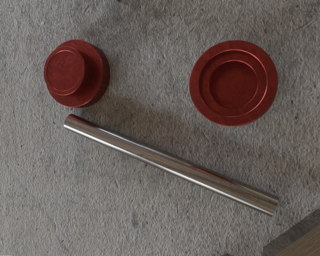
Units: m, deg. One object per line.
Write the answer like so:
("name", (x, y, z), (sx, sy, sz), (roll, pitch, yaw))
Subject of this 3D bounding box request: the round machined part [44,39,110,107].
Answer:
("round machined part", (-0.125, -0.079, 0.444), (0.098, 0.042, 0.097), (0, 90, 20))

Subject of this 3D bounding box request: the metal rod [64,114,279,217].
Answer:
("metal rod", (0.001, 0.042, 0.408), (0.301, 0.025, 0.025), (21, 97, 18))

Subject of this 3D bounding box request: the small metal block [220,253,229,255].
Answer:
("small metal block", (0.071, 0.192, 0.384), (0.050, 0.025, 0.050), (-29, 81, 17))

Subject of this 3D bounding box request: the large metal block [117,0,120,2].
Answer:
("large metal block", (-0.075, -0.235, 0.422), (0.080, 0.050, 0.080), (37, 102, 16))

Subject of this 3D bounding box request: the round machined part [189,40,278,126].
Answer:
("round machined part", (0.088, -0.051, 0.369), (0.098, 0.042, 0.097), (0, 90, 20))

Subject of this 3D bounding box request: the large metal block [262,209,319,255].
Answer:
("large metal block", (0.171, 0.149, 0.335), (0.080, 0.050, 0.080), (-43, 77, 15))
